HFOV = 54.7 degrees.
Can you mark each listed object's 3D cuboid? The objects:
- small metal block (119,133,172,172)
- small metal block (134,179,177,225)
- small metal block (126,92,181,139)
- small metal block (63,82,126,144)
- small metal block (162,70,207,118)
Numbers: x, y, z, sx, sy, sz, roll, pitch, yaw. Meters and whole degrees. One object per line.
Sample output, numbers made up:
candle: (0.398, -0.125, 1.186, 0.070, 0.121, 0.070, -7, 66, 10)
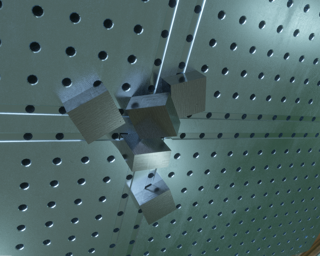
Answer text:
small metal block: (-0.020, 0.029, 0.404, 0.050, 0.050, 0.025, -4, 121, -27)
small metal block: (-0.007, 0.115, 0.481, 0.050, 0.025, 0.050, -27, 128, -12)
small metal block: (-0.007, -0.014, 0.383, 0.050, 0.025, 0.050, -5, 132, 21)
small metal block: (-0.076, -0.017, 0.360, 0.050, 0.025, 0.050, -31, 129, -9)
small metal block: (0.032, -0.043, 0.404, 0.050, 0.025, 0.050, -16, 125, -20)
